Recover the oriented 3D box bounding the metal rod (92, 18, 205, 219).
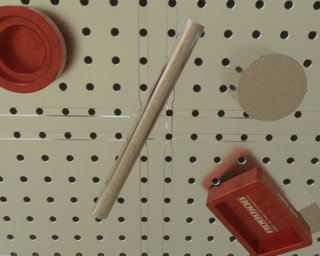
[{"bbox_3d":[-0.023,0.001,0.413,0.025,0.025,0.298,25,108,-9],"label":"metal rod"}]

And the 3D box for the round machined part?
[{"bbox_3d":[-0.160,-0.094,0.368,0.099,0.042,0.097,0,110,0],"label":"round machined part"}]

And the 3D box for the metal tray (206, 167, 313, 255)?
[{"bbox_3d":[0.140,0.126,0.440,0.090,0.030,0.130,-34,105,30],"label":"metal tray"}]

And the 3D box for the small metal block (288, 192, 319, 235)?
[{"bbox_3d":[0.215,0.133,0.465,0.050,0.025,0.050,-33,107,11],"label":"small metal block"}]

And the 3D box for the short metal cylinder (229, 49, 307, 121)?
[{"bbox_3d":[0.130,-0.054,0.381,0.081,0.050,0.079,0,110,0],"label":"short metal cylinder"}]
